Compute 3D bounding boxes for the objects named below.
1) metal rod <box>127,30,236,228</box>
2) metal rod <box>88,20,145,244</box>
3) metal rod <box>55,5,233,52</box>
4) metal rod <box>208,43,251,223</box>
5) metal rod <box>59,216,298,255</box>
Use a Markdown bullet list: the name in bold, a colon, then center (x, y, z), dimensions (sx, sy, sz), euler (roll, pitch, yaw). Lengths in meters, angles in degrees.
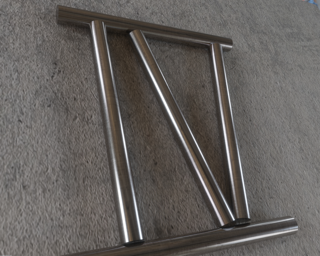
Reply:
- **metal rod**: center (0.022, -0.012, 0.425), dimensions (0.025, 0.025, 0.299), euler (-12, 68, -34)
- **metal rod**: center (-0.059, -0.014, 0.382), dimensions (0.025, 0.025, 0.299), euler (1, 61, -28)
- **metal rod**: center (-0.008, -0.154, 0.496), dimensions (0.303, 0.025, 0.025), euler (1, 62, -28)
- **metal rod**: center (0.099, -0.012, 0.467), dimensions (0.025, 0.025, 0.299), euler (13, 56, -22)
- **metal rod**: center (0.044, 0.130, 0.350), dimensions (0.303, 0.025, 0.025), euler (1, 62, -28)
